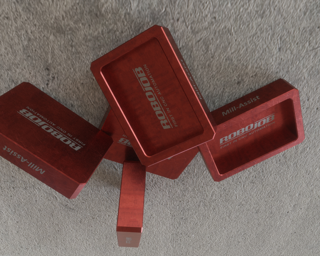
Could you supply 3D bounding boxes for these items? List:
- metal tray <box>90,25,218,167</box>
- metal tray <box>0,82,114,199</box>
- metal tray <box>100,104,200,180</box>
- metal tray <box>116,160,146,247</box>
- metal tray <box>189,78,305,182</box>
[{"bbox_3d":[-0.006,-0.033,0.339,0.090,0.030,0.130,-25,97,19],"label":"metal tray"},{"bbox_3d":[-0.128,0.010,0.353,0.130,0.090,0.030,35,123,-6],"label":"metal tray"},{"bbox_3d":[-0.016,0.016,0.419,0.131,0.030,0.089,20,127,-17],"label":"metal tray"},{"bbox_3d":[-0.040,0.111,0.434,0.030,0.090,0.129,5,151,-4],"label":"metal tray"},{"bbox_3d":[0.111,0.006,0.390,0.130,0.030,0.090,-26,127,2],"label":"metal tray"}]
